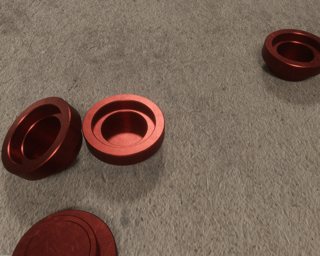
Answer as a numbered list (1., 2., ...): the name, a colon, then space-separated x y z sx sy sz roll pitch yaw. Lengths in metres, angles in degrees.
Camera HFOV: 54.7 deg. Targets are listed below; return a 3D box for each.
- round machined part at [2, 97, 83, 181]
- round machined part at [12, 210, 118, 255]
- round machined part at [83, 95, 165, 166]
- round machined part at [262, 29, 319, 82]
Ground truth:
1. round machined part: -0.130 0.015 0.361 0.098 0.042 0.098 -14 55 22
2. round machined part: -0.090 0.122 0.289 0.099 0.042 0.098 0 50 0
3. round machined part: -0.043 0.007 0.386 0.099 0.042 0.098 0 50 0
4. round machined part: 0.210 -0.111 0.488 0.099 0.042 0.098 0 50 0
